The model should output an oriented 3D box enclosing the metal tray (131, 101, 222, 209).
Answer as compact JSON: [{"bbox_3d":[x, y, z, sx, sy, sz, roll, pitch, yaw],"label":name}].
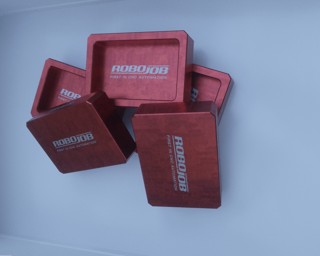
[{"bbox_3d":[0.024,0.035,0.363,0.090,0.030,0.129,-2,118,14],"label":"metal tray"}]

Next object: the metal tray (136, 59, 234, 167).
[{"bbox_3d":[0.029,-0.016,0.395,0.090,0.030,0.129,20,97,18],"label":"metal tray"}]

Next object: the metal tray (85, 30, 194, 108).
[{"bbox_3d":[-0.027,-0.070,0.383,0.130,0.030,0.089,4,91,19],"label":"metal tray"}]

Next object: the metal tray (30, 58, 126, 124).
[{"bbox_3d":[-0.115,-0.038,0.444,0.130,0.030,0.089,21,97,18],"label":"metal tray"}]

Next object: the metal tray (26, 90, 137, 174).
[{"bbox_3d":[-0.104,0.010,0.405,0.130,0.030,0.090,-13,115,34],"label":"metal tray"}]
